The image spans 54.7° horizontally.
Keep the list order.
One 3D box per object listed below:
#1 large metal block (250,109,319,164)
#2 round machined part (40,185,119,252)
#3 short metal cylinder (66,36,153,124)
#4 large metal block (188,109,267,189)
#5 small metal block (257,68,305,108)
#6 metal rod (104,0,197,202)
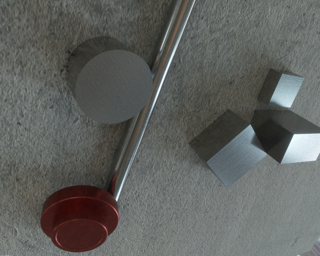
[{"bbox_3d":[0.199,0.011,0.490,0.081,0.080,0.050,-1,119,-29],"label":"large metal block"},{"bbox_3d":[-0.103,0.123,0.401,0.099,0.042,0.097,-6,127,-8],"label":"round machined part"},{"bbox_3d":[-0.055,-0.051,0.330,0.081,0.050,0.079,-14,125,-21],"label":"short metal cylinder"},{"bbox_3d":[0.103,0.032,0.469,0.080,0.050,0.080,-41,130,-1],"label":"large metal block"},{"bbox_3d":[0.184,-0.061,0.473,0.050,0.025,0.050,2,117,-30],"label":"small metal block"},{"bbox_3d":[-0.016,-0.034,0.378,0.025,0.025,0.298,9,114,-33],"label":"metal rod"}]
